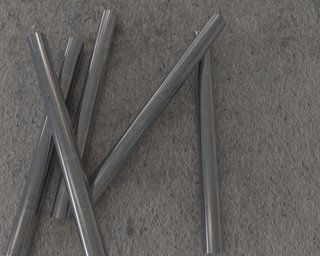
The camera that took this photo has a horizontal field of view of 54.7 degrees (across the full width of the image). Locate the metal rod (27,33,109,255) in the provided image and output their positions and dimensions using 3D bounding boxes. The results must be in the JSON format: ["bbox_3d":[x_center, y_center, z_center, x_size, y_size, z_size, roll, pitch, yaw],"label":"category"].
[{"bbox_3d":[-0.116,0.010,0.375,0.025,0.025,0.299,-19,71,-7],"label":"metal rod"}]

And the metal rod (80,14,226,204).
[{"bbox_3d":[-0.005,-0.030,0.403,0.025,0.025,0.300,34,79,11],"label":"metal rod"}]

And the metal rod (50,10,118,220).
[{"bbox_3d":[-0.097,-0.031,0.418,0.025,0.025,0.299,8,70,3],"label":"metal rod"}]

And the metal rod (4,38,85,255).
[{"bbox_3d":[-0.144,0.015,0.401,0.025,0.025,0.299,8,70,3],"label":"metal rod"}]

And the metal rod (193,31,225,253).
[{"bbox_3d":[0.062,0.003,0.407,0.025,0.025,0.299,0,70,0],"label":"metal rod"}]
